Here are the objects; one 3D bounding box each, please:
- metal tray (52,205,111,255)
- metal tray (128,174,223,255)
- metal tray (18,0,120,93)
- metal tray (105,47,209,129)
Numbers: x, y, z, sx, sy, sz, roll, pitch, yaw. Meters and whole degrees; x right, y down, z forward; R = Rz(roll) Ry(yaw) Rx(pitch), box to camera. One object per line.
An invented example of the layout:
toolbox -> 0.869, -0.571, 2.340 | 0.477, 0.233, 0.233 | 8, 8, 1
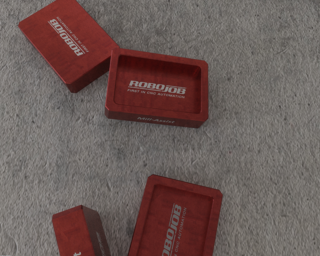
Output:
metal tray -> -0.068, 0.150, 0.318 | 0.030, 0.090, 0.130 | -19, 71, -7
metal tray -> 0.015, 0.128, 0.358 | 0.090, 0.030, 0.130 | 13, 70, 4
metal tray -> -0.129, -0.125, 0.450 | 0.090, 0.030, 0.130 | -38, 75, -13
metal tray -> -0.003, -0.052, 0.411 | 0.131, 0.030, 0.090 | 6, 70, -10
